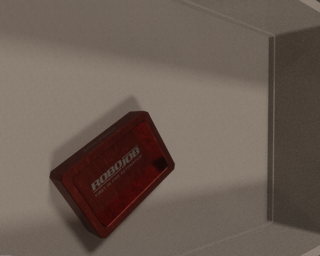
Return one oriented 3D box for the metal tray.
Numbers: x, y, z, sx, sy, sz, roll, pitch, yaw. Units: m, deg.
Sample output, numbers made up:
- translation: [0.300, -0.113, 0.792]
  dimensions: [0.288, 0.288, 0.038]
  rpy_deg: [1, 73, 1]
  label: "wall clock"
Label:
- translation: [-0.048, 0.050, 0.364]
  dimensions: [0.131, 0.030, 0.090]
  rpy_deg: [-41, 115, -32]
  label: "metal tray"
